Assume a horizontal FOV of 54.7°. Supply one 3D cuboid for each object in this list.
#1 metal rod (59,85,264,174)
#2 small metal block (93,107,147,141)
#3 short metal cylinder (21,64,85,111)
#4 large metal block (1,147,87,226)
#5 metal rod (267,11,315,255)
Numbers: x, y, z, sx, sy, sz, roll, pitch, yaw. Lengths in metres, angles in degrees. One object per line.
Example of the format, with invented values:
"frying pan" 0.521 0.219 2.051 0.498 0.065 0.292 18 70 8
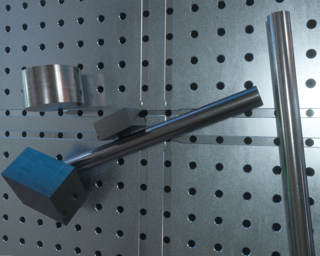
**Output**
"metal rod" -0.014 0.012 0.416 0.300 0.025 0.025 -21 83 18
"small metal block" -0.052 -0.005 0.417 0.050 0.050 0.025 -25 82 18
"short metal cylinder" -0.149 -0.054 0.434 0.080 0.080 0.050 -9 87 19
"large metal block" -0.157 0.082 0.431 0.080 0.080 0.050 19 52 18
"metal rod" 0.152 0.016 0.358 0.025 0.025 0.298 -6 88 19
